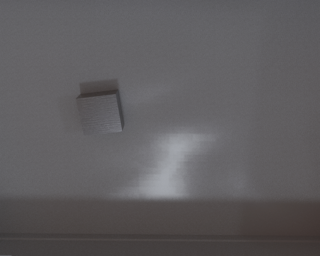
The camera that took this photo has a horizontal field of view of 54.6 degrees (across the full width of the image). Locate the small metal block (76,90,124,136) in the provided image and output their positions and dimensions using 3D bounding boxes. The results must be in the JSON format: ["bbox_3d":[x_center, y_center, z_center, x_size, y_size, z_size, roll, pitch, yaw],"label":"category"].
[{"bbox_3d":[-0.076,-0.020,0.403,0.050,0.025,0.050,-7,110,2],"label":"small metal block"}]
